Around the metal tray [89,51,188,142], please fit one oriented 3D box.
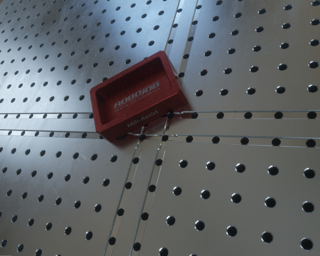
[{"bbox_3d":[-0.035,-0.047,0.450,0.130,0.030,0.090,-26,53,11],"label":"metal tray"}]
